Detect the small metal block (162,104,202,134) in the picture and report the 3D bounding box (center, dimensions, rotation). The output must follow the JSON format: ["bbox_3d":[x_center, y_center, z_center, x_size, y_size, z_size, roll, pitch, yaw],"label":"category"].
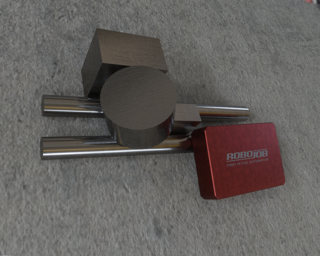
[{"bbox_3d":[0.017,-0.008,0.404,0.050,0.050,0.025,1,62,-28],"label":"small metal block"}]

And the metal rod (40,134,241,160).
[{"bbox_3d":[0.008,0.021,0.399,0.303,0.025,0.025,0,62,-29],"label":"metal rod"}]

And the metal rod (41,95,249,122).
[{"bbox_3d":[0.001,-0.024,0.422,0.303,0.025,0.025,1,62,-28],"label":"metal rod"}]

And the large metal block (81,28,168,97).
[{"bbox_3d":[-0.048,-0.072,0.390,0.081,0.080,0.050,1,62,-28],"label":"large metal block"}]

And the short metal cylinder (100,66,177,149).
[{"bbox_3d":[-0.023,-0.023,0.346,0.081,0.050,0.080,1,63,-1],"label":"short metal cylinder"}]

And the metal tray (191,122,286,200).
[{"bbox_3d":[0.109,0.041,0.419,0.131,0.030,0.090,-3,81,-31],"label":"metal tray"}]
